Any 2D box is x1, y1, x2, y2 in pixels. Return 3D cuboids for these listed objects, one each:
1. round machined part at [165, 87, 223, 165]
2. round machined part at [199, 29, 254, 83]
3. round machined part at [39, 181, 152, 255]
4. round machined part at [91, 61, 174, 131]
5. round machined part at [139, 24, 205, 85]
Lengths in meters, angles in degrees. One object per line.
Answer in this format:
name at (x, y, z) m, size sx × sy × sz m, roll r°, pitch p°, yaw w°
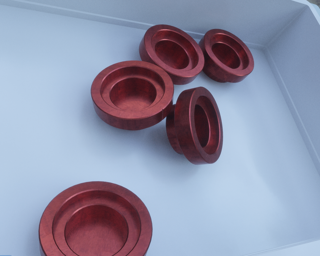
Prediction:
round machined part at (0.043, -0.001, 0.399) m, size 0.098 × 0.042 × 0.098 m, roll 21°, pitch 64°, yaw -54°
round machined part at (0.105, -0.116, 0.522) m, size 0.099 × 0.042 × 0.098 m, roll 14°, pitch 56°, yaw -21°
round machined part at (-0.059, 0.101, 0.288) m, size 0.099 × 0.042 × 0.098 m, roll 9°, pitch 39°, yaw -8°
round machined part at (-0.033, -0.036, 0.384) m, size 0.099 × 0.042 × 0.098 m, roll 1°, pitch 53°, yaw -1°
round machined part at (0.014, -0.104, 0.466) m, size 0.099 × 0.042 × 0.098 m, roll 14°, pitch 56°, yaw -21°
